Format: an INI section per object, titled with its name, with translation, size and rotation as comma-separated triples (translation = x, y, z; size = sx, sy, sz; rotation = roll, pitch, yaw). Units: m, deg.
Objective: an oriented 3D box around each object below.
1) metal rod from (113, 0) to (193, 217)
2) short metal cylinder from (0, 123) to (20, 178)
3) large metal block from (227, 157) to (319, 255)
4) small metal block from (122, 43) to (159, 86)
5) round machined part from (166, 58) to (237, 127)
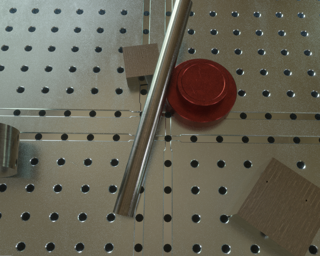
[metal rod]
translation = -0.005, -0.036, 0.405
size = 0.025, 0.025, 0.299
rotation = 15, 78, 5
[short metal cylinder]
translation = -0.213, 0.028, 0.370
size = 0.081, 0.080, 0.050
rotation = -4, 70, -2
[large metal block]
translation = 0.140, 0.095, 0.366
size = 0.080, 0.050, 0.080
rotation = 35, 73, 11
[small metal block]
translation = -0.025, -0.091, 0.445
size = 0.050, 0.025, 0.050
rotation = -8, 70, -3
[round machined part]
translation = 0.056, -0.054, 0.423
size = 0.099, 0.042, 0.098
rotation = 0, 70, -1
